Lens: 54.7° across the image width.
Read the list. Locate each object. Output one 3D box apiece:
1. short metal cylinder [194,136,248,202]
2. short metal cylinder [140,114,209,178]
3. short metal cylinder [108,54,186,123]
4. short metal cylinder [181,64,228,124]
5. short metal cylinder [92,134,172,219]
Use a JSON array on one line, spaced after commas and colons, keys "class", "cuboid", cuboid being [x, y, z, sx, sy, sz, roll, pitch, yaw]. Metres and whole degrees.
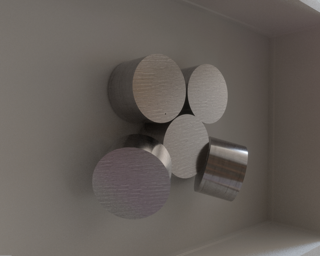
[{"class": "short metal cylinder", "cuboid": [0.083, 0.057, 0.433, 0.050, 0.080, 0.080, 16, 77, 1]}, {"class": "short metal cylinder", "cuboid": [0.018, 0.022, 0.403, 0.081, 0.050, 0.079, 0, 90, -40]}, {"class": "short metal cylinder", "cuboid": [-0.015, -0.046, 0.376, 0.081, 0.050, 0.079, 0, 90, -40]}, {"class": "short metal cylinder", "cuboid": [0.049, -0.046, 0.432, 0.081, 0.050, 0.079, 0, 90, -40]}, {"class": "short metal cylinder", "cuboid": [-0.028, 0.051, 0.340, 0.050, 0.080, 0.080, -76, 151, -75]}]
